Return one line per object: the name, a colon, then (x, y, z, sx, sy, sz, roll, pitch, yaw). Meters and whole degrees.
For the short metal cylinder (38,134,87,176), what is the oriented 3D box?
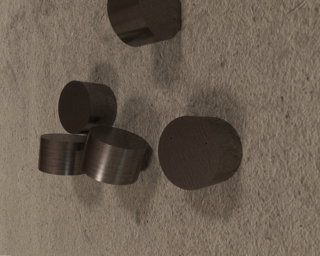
short metal cylinder: (-0.147, 0.040, 0.488, 0.080, 0.081, 0.050, 11, 97, 39)

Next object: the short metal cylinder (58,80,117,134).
short metal cylinder: (-0.112, -0.031, 0.479, 0.080, 0.050, 0.079, 0, 90, 39)

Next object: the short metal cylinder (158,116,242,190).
short metal cylinder: (0.045, 0.027, 0.350, 0.080, 0.050, 0.079, 0, 90, 39)

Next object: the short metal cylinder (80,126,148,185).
short metal cylinder: (-0.062, 0.035, 0.418, 0.080, 0.081, 0.050, 28, 108, 36)

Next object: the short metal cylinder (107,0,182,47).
short metal cylinder: (-0.017, -0.145, 0.382, 0.050, 0.081, 0.079, -1, 90, 40)
